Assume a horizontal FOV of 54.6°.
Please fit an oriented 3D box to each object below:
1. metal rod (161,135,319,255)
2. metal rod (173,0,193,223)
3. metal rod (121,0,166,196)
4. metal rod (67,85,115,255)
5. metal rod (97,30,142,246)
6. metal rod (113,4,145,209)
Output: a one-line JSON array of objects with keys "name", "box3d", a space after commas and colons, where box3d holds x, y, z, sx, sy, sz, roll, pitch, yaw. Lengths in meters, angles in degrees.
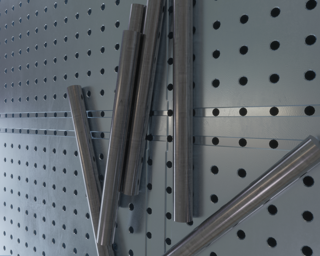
[{"name": "metal rod", "box3d": [0.062, 0.115, 0.358, 0.299, 0.025, 0.025, -49, 61, 29]}, {"name": "metal rod", "box3d": [0.028, -0.035, 0.386, 0.025, 0.025, 0.298, 0, 90, 40]}, {"name": "metal rod", "box3d": [-0.022, -0.054, 0.428, 0.025, 0.025, 0.298, 14, 99, 39]}, {"name": "metal rod", "box3d": [-0.113, 0.073, 0.504, 0.025, 0.025, 0.299, -22, 76, 38]}, {"name": "metal rod", "box3d": [-0.058, 0.019, 0.432, 0.025, 0.025, 0.298, 14, 100, 39]}, {"name": "metal rod", "box3d": [-0.051, -0.024, 0.453, 0.025, 0.025, 0.298, 15, 100, 39]}]
